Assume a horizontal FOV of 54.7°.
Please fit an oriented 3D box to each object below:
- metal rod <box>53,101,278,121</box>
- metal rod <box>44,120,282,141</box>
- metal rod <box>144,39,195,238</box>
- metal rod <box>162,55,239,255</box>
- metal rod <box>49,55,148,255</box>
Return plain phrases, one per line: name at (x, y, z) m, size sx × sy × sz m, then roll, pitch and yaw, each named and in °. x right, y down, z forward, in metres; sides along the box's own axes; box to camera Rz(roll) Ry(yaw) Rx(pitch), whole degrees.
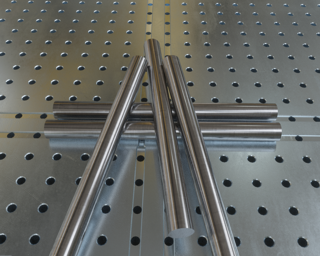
metal rod at (0.007, -0.023, 0.428) m, size 0.302 × 0.025 × 0.025 m, roll 1°, pitch 50°, yaw 0°
metal rod at (0.004, 0.003, 0.405) m, size 0.302 × 0.025 × 0.025 m, roll 1°, pitch 50°, yaw 0°
metal rod at (0.004, -0.015, 0.388) m, size 0.025 × 0.025 × 0.300 m, roll -5°, pitch 50°, yaw -4°
metal rod at (0.043, 0.030, 0.359) m, size 0.025 × 0.025 × 0.299 m, roll -8°, pitch 58°, yaw -7°
metal rod at (-0.065, 0.029, 0.359) m, size 0.025 × 0.025 × 0.300 m, roll 11°, pitch 58°, yaw 9°
